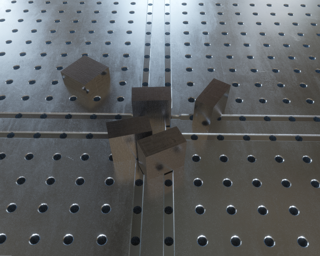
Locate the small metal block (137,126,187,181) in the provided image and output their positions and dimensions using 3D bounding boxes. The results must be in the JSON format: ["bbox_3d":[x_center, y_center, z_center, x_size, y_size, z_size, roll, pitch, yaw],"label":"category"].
[{"bbox_3d":[0.002,0.030,0.366,0.050,0.050,0.025,-20,53,-16],"label":"small metal block"}]

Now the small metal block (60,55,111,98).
[{"bbox_3d":[-0.113,-0.080,0.473,0.050,0.025,0.050,29,56,22],"label":"small metal block"}]

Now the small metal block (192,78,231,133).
[{"bbox_3d":[0.069,-0.030,0.418,0.025,0.050,0.050,27,55,21],"label":"small metal block"}]

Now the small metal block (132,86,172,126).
[{"bbox_3d":[-0.011,-0.028,0.415,0.050,0.050,0.025,-2,50,-2],"label":"small metal block"}]

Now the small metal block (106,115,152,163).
[{"bbox_3d":[-0.036,0.014,0.379,0.050,0.050,0.025,-10,51,-9],"label":"small metal block"}]
